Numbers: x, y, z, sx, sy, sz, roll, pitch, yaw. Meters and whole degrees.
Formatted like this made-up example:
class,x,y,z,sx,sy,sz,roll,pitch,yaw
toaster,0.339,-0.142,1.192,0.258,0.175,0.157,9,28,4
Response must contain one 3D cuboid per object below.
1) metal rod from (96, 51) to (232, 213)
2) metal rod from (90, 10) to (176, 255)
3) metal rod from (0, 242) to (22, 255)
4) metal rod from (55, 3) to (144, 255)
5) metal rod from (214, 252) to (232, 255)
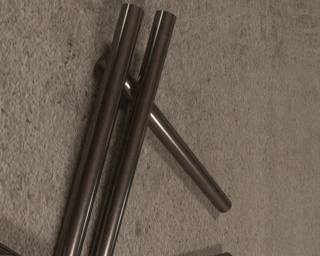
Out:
class,x,y,z,sx,sy,sz,roll,pitch,yaw
metal rod,0.020,0.022,0.423,0.300,0.025,0.025,51,60,-28
metal rod,-0.031,0.012,0.355,0.025,0.025,0.298,17,87,-39
metal rod,-0.138,0.118,0.270,0.300,0.025,0.025,47,62,-23
metal rod,-0.066,0.015,0.329,0.025,0.025,0.298,17,86,-39
metal rod,-0.005,0.203,0.403,0.302,0.025,0.025,6,87,-40
